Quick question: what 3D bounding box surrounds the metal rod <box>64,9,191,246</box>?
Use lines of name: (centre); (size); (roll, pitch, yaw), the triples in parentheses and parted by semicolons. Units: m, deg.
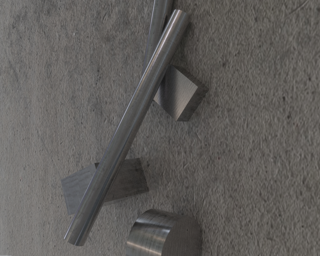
metal rod: (-0.036, -0.005, 0.371); (0.025, 0.025, 0.299); (21, 83, 38)

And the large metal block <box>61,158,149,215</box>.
large metal block: (-0.077, 0.081, 0.433); (0.080, 0.081, 0.050); (-27, 73, 37)

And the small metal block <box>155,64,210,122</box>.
small metal block: (0.024, -0.043, 0.385); (0.050, 0.025, 0.050); (46, 117, 30)

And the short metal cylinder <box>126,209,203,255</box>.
short metal cylinder: (0.007, 0.140, 0.364); (0.050, 0.081, 0.080); (1, 91, 40)

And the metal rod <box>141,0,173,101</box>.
metal rod: (0.008, -0.183, 0.398); (0.025, 0.025, 0.298); (17, 101, 39)
